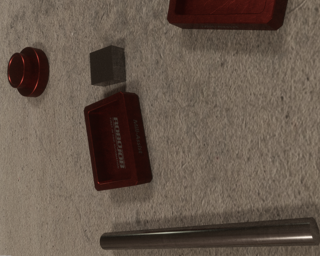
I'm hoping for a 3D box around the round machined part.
[{"bbox_3d":[-0.263,-0.110,0.607,0.098,0.042,0.097,0,90,39],"label":"round machined part"}]

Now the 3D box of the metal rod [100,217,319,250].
[{"bbox_3d":[0.031,0.133,0.377,0.299,0.025,0.025,-19,78,38],"label":"metal rod"}]

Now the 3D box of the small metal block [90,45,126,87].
[{"bbox_3d":[-0.079,-0.092,0.468,0.050,0.025,0.050,-6,86,39],"label":"small metal block"}]

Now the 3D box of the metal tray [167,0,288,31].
[{"bbox_3d":[0.073,-0.157,0.340,0.130,0.030,0.089,16,100,38],"label":"metal tray"}]

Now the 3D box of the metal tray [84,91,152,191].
[{"bbox_3d":[-0.064,0.021,0.451,0.090,0.030,0.129,-17,80,38],"label":"metal tray"}]
